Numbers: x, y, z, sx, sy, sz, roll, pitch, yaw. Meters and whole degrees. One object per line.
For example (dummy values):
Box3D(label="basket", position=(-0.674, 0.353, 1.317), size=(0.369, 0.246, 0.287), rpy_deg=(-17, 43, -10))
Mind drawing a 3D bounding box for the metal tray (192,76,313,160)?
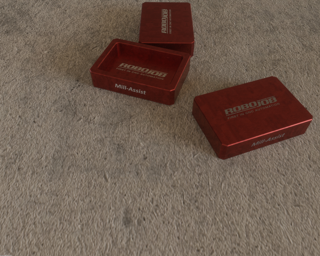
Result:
Box3D(label="metal tray", position=(0.120, -0.018, 0.415), size=(0.131, 0.030, 0.090), rpy_deg=(-16, 52, -13))

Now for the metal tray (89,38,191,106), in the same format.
Box3D(label="metal tray", position=(-0.028, -0.089, 0.473), size=(0.130, 0.030, 0.090), rpy_deg=(15, 52, 12))

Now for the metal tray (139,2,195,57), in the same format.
Box3D(label="metal tray", position=(0.011, -0.176, 0.548), size=(0.091, 0.030, 0.130), rpy_deg=(1, 50, 0))
